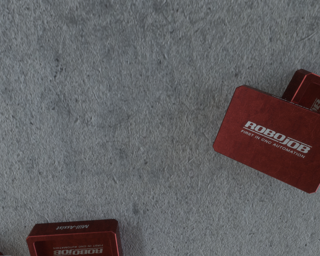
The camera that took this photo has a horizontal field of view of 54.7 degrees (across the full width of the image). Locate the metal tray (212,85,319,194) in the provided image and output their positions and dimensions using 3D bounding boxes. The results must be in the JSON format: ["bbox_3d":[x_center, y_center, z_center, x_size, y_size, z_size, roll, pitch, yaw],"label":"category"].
[{"bbox_3d":[0.142,0.011,0.379,0.130,0.030,0.089,24,108,18],"label":"metal tray"}]

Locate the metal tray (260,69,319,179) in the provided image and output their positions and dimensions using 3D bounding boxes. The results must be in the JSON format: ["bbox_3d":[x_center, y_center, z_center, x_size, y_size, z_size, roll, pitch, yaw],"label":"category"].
[{"bbox_3d":[0.194,-0.001,0.408,0.090,0.030,0.129,20,109,-8],"label":"metal tray"}]

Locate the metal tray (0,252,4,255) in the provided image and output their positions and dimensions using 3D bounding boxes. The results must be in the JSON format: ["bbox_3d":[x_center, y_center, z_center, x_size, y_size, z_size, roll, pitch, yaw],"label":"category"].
[{"bbox_3d":[-0.306,0.238,0.491,0.130,0.030,0.090,-31,107,10],"label":"metal tray"}]

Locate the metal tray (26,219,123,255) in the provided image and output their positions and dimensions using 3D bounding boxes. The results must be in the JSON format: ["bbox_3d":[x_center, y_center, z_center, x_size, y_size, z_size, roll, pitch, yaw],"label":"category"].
[{"bbox_3d":[-0.126,0.189,0.475,0.131,0.030,0.089,-4,110,1],"label":"metal tray"}]
